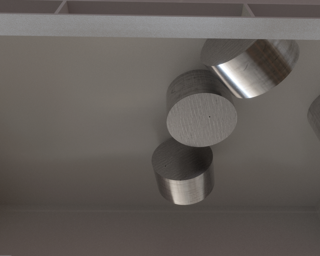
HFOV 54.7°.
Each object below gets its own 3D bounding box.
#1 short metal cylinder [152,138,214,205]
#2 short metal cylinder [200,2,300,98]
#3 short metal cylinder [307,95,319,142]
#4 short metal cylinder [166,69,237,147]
[{"bbox_3d":[0.033,0.056,0.421,0.080,0.080,0.050,-7,130,5],"label":"short metal cylinder"},{"bbox_3d":[0.088,-0.076,0.309,0.080,0.080,0.050,-35,122,26],"label":"short metal cylinder"},{"bbox_3d":[0.235,-0.009,0.387,0.081,0.050,0.079,0,130,0],"label":"short metal cylinder"},{"bbox_3d":[0.048,-0.023,0.373,0.081,0.050,0.079,0,130,0],"label":"short metal cylinder"}]
